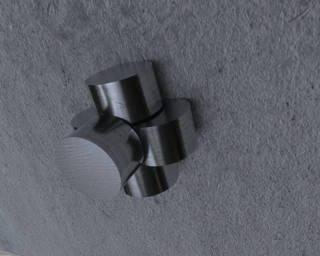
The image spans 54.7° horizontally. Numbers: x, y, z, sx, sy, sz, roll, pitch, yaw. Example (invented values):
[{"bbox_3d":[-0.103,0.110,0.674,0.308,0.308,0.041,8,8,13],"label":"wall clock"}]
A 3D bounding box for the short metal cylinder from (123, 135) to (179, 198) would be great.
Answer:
[{"bbox_3d":[-0.019,0.046,0.410,0.080,0.080,0.050,0,118,28],"label":"short metal cylinder"}]

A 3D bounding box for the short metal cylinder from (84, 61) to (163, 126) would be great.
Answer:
[{"bbox_3d":[-0.042,-0.043,0.367,0.080,0.080,0.050,-2,118,28],"label":"short metal cylinder"}]

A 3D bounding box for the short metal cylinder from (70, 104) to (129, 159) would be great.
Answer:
[{"bbox_3d":[-0.070,0.003,0.410,0.080,0.080,0.050,-1,118,28],"label":"short metal cylinder"}]

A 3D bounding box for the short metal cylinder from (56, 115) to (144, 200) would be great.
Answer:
[{"bbox_3d":[-0.065,0.032,0.341,0.080,0.050,0.079,13,124,20],"label":"short metal cylinder"}]

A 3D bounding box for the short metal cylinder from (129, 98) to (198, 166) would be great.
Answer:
[{"bbox_3d":[0.002,0.002,0.372,0.080,0.080,0.050,0,118,28],"label":"short metal cylinder"}]
